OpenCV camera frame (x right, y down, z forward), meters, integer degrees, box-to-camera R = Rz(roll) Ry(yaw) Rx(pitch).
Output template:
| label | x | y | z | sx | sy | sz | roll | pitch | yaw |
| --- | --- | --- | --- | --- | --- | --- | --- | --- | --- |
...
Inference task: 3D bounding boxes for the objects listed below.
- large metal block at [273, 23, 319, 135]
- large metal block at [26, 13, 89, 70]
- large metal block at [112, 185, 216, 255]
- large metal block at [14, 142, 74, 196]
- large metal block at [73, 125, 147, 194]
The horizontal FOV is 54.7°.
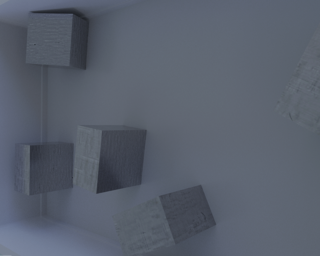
| label | x | y | z | sx | sy | sz | roll | pitch | yaw |
| --- | --- | --- | --- | --- | --- | --- | --- | --- | --- |
| large metal block | 0.148 | -0.034 | 0.243 | 0.050 | 0.081 | 0.079 | 40 | 115 | 44 |
| large metal block | -0.168 | -0.141 | 0.512 | 0.080 | 0.050 | 0.079 | 7 | 95 | 15 |
| large metal block | 0.005 | 0.109 | 0.367 | 0.080 | 0.081 | 0.050 | -31 | 71 | 36 |
| large metal block | -0.199 | 0.066 | 0.536 | 0.050 | 0.081 | 0.079 | 2 | 92 | 40 |
| large metal block | -0.068 | 0.039 | 0.427 | 0.050 | 0.081 | 0.079 | 10 | 97 | 39 |
